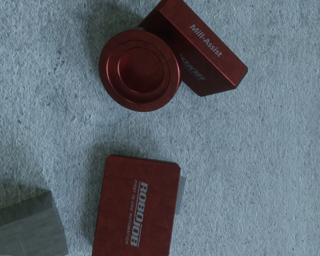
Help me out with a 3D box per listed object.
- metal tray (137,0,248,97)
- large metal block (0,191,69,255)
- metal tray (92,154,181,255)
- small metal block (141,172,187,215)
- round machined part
[{"bbox_3d":[0.035,-0.097,0.387,0.130,0.090,0.030,41,75,-16],"label":"metal tray"},{"bbox_3d":[-0.147,0.112,0.326,0.081,0.080,0.050,-18,97,-19],"label":"large metal block"},{"bbox_3d":[-0.028,0.102,0.383,0.091,0.030,0.129,8,87,-2],"label":"metal tray"},{"bbox_3d":[0.002,0.084,0.411,0.050,0.025,0.050,15,85,-20],"label":"small metal block"},{"bbox_3d":[-0.020,-0.072,0.375,0.098,0.042,0.097,7,118,13],"label":"round machined part"}]
